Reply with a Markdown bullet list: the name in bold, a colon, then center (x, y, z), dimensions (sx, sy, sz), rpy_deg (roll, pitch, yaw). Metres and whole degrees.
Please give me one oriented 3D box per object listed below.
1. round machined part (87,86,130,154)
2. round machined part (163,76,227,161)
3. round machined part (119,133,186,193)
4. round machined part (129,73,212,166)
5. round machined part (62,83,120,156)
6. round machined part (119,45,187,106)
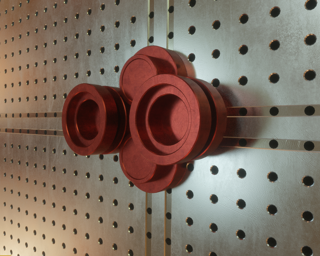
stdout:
- **round machined part**: center (-0.068, -0.011, 0.455), dimensions (0.098, 0.042, 0.097), rpy_deg (0, 90, 40)
- **round machined part**: center (0.036, -0.010, 0.369), dimensions (0.098, 0.042, 0.097), rpy_deg (0, 90, 40)
- **round machined part**: center (-0.016, 0.038, 0.412), dimensions (0.098, 0.042, 0.097), rpy_deg (0, 90, 40)
- **round machined part**: center (0.015, -0.009, 0.344), dimensions (0.098, 0.042, 0.097), rpy_deg (0, 90, 40)
- **round machined part**: center (-0.091, -0.012, 0.432), dimensions (0.098, 0.042, 0.097), rpy_deg (0, 90, 40)
- **round machined part**: center (-0.016, -0.061, 0.412), dimensions (0.098, 0.042, 0.097), rpy_deg (0, 90, 40)
